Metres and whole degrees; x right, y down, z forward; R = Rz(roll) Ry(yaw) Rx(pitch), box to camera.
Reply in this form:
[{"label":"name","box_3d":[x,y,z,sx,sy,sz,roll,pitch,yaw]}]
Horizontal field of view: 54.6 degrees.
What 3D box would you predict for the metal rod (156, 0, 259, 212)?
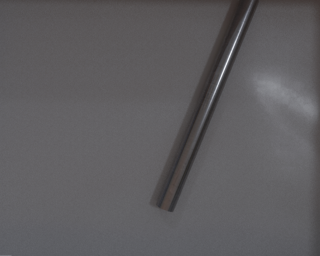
[{"label":"metal rod","box_3d":[0.063,-0.033,0.411,0.025,0.025,0.299,22,90,0]}]
